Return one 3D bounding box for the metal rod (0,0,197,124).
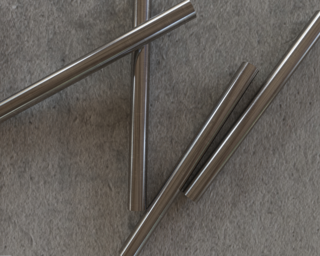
[{"bbox_3d":[-0.095,-0.078,0.391,0.301,0.025,0.025,-27,90,6],"label":"metal rod"}]

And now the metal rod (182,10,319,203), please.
[{"bbox_3d":[0.129,-0.028,0.411,0.025,0.025,0.299,37,90,-1],"label":"metal rod"}]

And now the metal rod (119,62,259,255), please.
[{"bbox_3d":[0.038,0.044,0.410,0.025,0.025,0.299,33,90,-1],"label":"metal rod"}]

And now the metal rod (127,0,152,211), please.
[{"bbox_3d":[-0.027,-0.042,0.409,0.025,0.025,0.298,1,90,-1],"label":"metal rod"}]
